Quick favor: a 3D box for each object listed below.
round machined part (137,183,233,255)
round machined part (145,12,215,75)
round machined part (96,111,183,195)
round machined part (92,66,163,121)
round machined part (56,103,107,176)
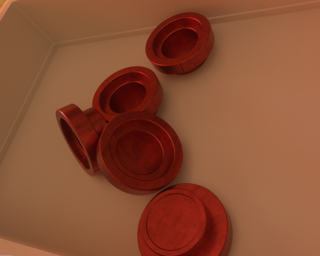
[{"bbox_3d":[0.021,0.101,0.317,0.098,0.042,0.098,-14,51,18],"label":"round machined part"},{"bbox_3d":[0.032,-0.116,0.450,0.098,0.042,0.098,-13,56,21],"label":"round machined part"},{"bbox_3d":[-0.026,0.032,0.367,0.099,0.042,0.098,10,60,-17],"label":"round machined part"},{"bbox_3d":[-0.041,-0.037,0.435,0.098,0.042,0.098,-12,52,17],"label":"round machined part"},{"bbox_3d":[-0.094,0.012,0.409,0.042,0.097,0.098,-30,47,-25],"label":"round machined part"}]
